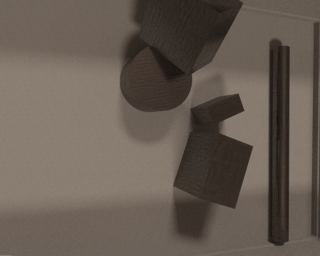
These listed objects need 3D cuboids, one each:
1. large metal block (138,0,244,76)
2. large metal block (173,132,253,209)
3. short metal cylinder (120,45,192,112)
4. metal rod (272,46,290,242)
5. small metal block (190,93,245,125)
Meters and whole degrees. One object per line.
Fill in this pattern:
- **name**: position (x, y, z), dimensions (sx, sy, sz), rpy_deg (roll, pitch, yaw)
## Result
- **large metal block**: position (0.031, -0.120, 0.347), dimensions (0.080, 0.079, 0.050), rpy_deg (41, 48, 14)
- **large metal block**: position (0.067, 0.052, 0.407), dimensions (0.050, 0.080, 0.080), rpy_deg (21, 83, -19)
- **short metal cylinder**: position (-0.006, -0.061, 0.396), dimensions (0.081, 0.050, 0.079), rpy_deg (0, 91, -20)
- **metal rod**: position (0.188, 0.024, 0.481), dimensions (0.025, 0.025, 0.298), rpy_deg (0, 90, -20)
- **small metal block**: position (0.078, -0.025, 0.428), dimensions (0.050, 0.050, 0.025), rpy_deg (-23, 98, -19)
